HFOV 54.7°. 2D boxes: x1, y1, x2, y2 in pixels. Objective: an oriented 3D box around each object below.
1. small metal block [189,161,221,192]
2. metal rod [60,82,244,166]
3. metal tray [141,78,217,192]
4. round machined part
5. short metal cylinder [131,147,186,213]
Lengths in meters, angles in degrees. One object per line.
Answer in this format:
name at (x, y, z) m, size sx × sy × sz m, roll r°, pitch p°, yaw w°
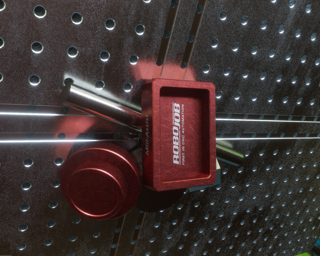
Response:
small metal block at (0.064, 0.069, 0.470) m, size 0.050 × 0.025 × 0.050 m, roll -16°, pitch 143°, yaw 0°
metal rod at (0.013, 0.007, 0.418) m, size 0.302 × 0.025 × 0.025 m, roll 21°, pitch 107°, yaw -36°
metal tray at (0.025, 0.007, 0.383) m, size 0.091 × 0.030 × 0.129 m, roll -1°, pitch 90°, yaw -29°
round machined part at (-0.072, 0.069, 0.368) m, size 0.099 × 0.042 × 0.097 m, roll 2°, pitch 110°, yaw 6°
short metal cylinder at (-0.008, 0.069, 0.429) m, size 0.081 × 0.050 × 0.079 m, roll -14°, pitch 124°, yaw -21°
